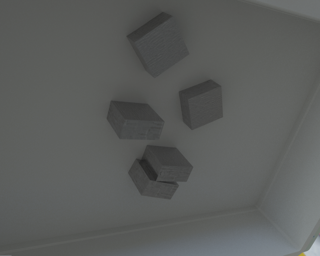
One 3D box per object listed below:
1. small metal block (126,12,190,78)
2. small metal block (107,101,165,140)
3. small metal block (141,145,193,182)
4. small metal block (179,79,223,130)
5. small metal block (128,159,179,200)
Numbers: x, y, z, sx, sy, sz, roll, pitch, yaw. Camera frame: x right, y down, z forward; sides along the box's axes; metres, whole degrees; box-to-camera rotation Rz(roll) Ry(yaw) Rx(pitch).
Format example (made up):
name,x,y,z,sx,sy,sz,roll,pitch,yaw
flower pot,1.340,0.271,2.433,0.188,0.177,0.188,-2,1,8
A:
name,x,y,z,sx,sy,sz,roll,pitch,yaw
small metal block,-0.001,-0.094,0.351,0.050,0.025,0.050,-36,130,-5
small metal block,-0.030,-0.009,0.372,0.050,0.050,0.025,3,117,-30
small metal block,0.009,0.049,0.430,0.050,0.050,0.025,7,115,-32
small metal block,0.057,-0.032,0.422,0.050,0.025,0.050,-23,127,-15
small metal block,-0.010,0.072,0.433,0.050,0.050,0.025,18,109,-36
